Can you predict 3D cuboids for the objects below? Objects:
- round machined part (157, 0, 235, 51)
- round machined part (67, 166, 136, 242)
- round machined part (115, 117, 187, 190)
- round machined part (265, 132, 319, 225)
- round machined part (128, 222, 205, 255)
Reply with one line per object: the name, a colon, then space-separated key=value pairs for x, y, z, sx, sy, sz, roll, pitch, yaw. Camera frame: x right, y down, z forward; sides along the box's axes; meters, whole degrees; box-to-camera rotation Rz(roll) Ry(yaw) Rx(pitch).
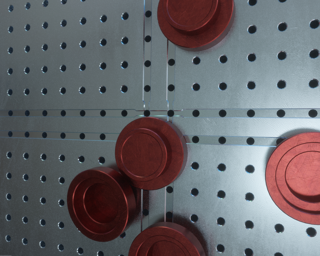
round machined part: x=0.042 y=-0.150 z=0.389 sx=0.098 sy=0.042 sz=0.097 roll=0 pitch=90 yaw=20
round machined part: x=-0.076 y=0.101 z=0.427 sx=0.098 sy=0.042 sz=0.097 roll=3 pitch=96 yaw=24
round machined part: x=-0.016 y=0.034 z=0.410 sx=0.098 sy=0.042 sz=0.097 roll=0 pitch=90 yaw=20
round machined part: x=0.169 y=0.053 z=0.344 sx=0.098 sy=0.042 sz=0.097 roll=0 pitch=90 yaw=20
round machined part: x=0.012 y=0.170 z=0.400 sx=0.098 sy=0.042 sz=0.097 roll=0 pitch=90 yaw=20
